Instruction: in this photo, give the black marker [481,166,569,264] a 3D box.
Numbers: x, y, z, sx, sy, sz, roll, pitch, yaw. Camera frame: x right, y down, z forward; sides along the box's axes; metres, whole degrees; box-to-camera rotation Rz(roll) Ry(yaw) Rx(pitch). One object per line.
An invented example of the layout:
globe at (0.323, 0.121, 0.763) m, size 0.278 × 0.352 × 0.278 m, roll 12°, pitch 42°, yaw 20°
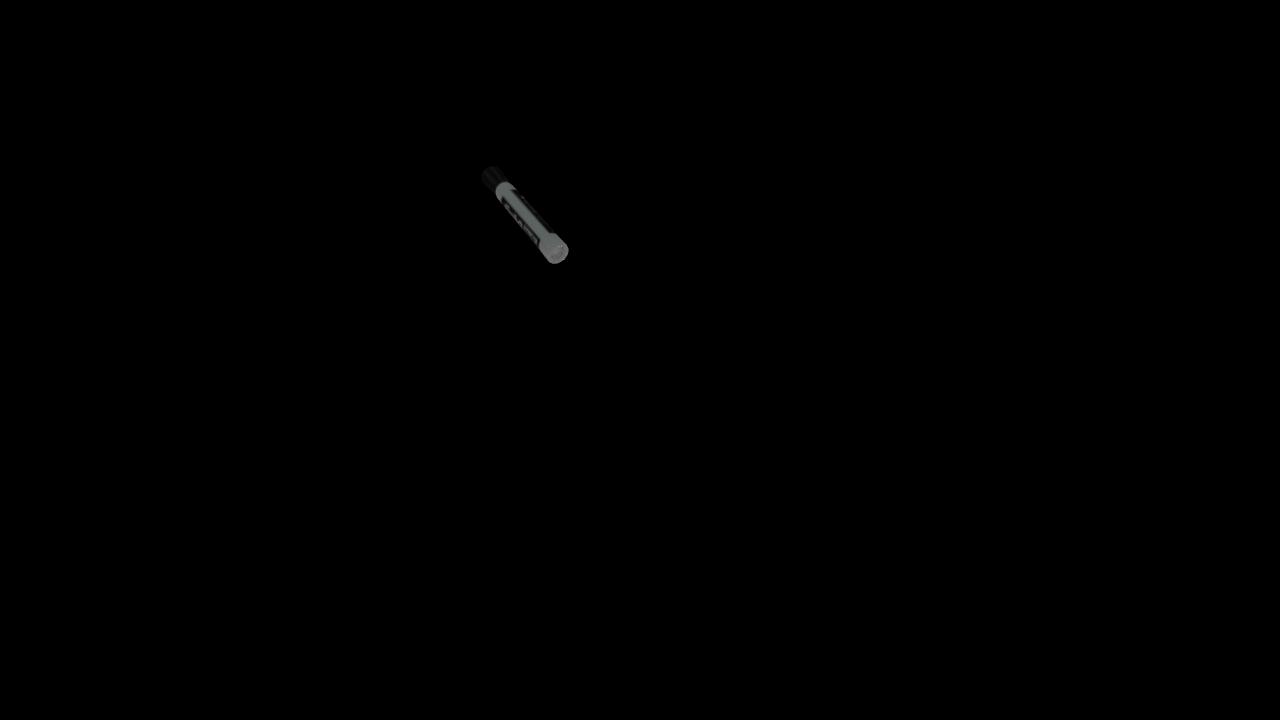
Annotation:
black marker at (-0.096, -0.121, 0.500) m, size 0.020 × 0.020 × 0.121 m, roll 0°, pitch 42°, yaw -49°
